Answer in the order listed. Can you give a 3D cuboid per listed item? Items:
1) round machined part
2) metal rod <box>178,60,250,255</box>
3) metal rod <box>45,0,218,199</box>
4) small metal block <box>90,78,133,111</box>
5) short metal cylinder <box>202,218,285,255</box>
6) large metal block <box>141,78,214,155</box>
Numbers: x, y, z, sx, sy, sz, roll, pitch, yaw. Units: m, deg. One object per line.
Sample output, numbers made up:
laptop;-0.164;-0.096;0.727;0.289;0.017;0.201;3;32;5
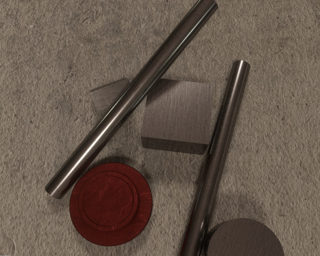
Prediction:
round machined part;-0.058;0.088;0.366;0.099;0.042;0.098;0;70;-1
metal rod;0.069;0.044;0.392;0.025;0.025;0.299;17;71;6
metal rod;-0.035;-0.037;0.376;0.025;0.025;0.300;40;91;13
small metal block;-0.064;-0.045;0.408;0.050;0.050;0.025;-21;104;-8
short metal cylinder;0.089;0.143;0.344;0.081;0.050;0.080;0;70;0
large metal block;0.022;-0.014;0.400;0.080;0.050;0.080;7;70;2
